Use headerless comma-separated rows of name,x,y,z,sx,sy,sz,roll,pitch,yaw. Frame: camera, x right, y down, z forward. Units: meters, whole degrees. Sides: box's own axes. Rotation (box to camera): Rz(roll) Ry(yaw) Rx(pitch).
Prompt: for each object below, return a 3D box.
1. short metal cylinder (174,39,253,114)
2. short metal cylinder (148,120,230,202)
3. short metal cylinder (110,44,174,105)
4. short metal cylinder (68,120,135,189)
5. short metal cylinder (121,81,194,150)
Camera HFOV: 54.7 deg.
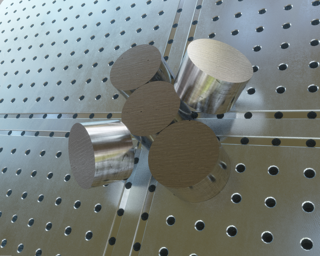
short metal cylinder,0.063,-0.062,0.371,0.081,0.050,0.080,11,46,-11
short metal cylinder,0.034,0.038,0.350,0.080,0.050,0.080,-13,56,20
short metal cylinder,-0.025,-0.073,0.448,0.080,0.050,0.080,-13,56,20
short metal cylinder,-0.074,0.031,0.384,0.080,0.050,0.079,12,105,52
short metal cylinder,-0.002,-0.014,0.400,0.080,0.050,0.080,-13,56,20
